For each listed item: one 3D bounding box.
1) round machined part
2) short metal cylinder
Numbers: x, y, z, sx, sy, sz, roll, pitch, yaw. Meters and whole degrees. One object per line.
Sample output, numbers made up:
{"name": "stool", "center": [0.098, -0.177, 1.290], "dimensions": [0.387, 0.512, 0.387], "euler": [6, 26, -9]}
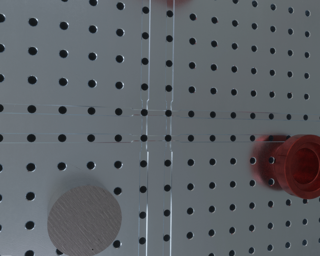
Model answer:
{"name": "round machined part", "center": [0.219, 0.058, 0.484], "dimensions": [0.099, 0.042, 0.097], "euler": [0, 90, -20]}
{"name": "short metal cylinder", "center": [-0.090, 0.103, 0.366], "dimensions": [0.081, 0.050, 0.080], "euler": [0, 90, -20]}
